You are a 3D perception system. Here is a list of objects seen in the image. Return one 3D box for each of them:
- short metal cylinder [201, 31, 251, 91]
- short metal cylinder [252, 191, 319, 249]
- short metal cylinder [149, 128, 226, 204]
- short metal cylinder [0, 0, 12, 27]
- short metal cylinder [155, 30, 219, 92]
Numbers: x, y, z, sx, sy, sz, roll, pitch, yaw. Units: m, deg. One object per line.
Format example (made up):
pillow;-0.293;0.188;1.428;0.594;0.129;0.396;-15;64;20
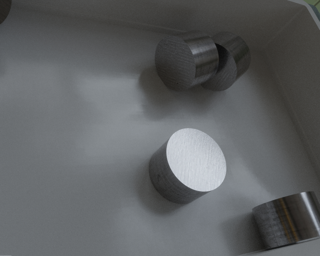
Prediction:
short metal cylinder;0.094;-0.105;0.487;0.080;0.080;0.050;46;51;3
short metal cylinder;0.164;0.117;0.390;0.081;0.080;0.050;0;62;-29
short metal cylinder;0.033;0.047;0.380;0.081;0.050;0.080;14;56;-21
short metal cylinder;-0.210;-0.143;0.340;0.081;0.050;0.079;-6;102;-30
short metal cylinder;0.038;-0.098;0.453;0.050;0.080;0.080;-25;76;-37
